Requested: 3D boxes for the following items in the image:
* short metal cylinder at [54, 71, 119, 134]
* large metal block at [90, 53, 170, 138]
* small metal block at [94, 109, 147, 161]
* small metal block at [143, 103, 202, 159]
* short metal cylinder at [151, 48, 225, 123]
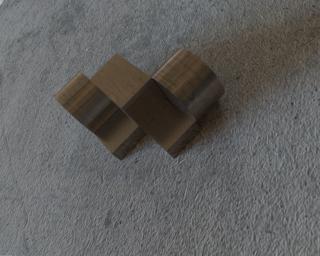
[{"bbox_3d":[-0.103,-0.036,0.446,0.050,0.080,0.080,-46,51,-4],"label":"short metal cylinder"},{"bbox_3d":[-0.035,-0.043,0.415,0.050,0.080,0.080,-46,52,-4],"label":"large metal block"},{"bbox_3d":[-0.055,0.009,0.430,0.050,0.025,0.050,-46,51,-4],"label":"small metal block"},{"bbox_3d":[0.016,0.003,0.396,0.050,0.025,0.050,-46,51,-4],"label":"small metal block"},{"bbox_3d":[0.033,-0.051,0.385,0.050,0.080,0.080,-46,51,-4],"label":"short metal cylinder"}]
